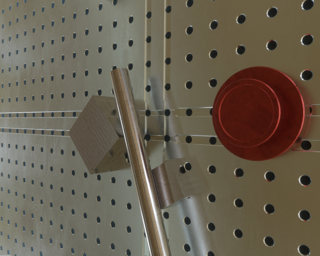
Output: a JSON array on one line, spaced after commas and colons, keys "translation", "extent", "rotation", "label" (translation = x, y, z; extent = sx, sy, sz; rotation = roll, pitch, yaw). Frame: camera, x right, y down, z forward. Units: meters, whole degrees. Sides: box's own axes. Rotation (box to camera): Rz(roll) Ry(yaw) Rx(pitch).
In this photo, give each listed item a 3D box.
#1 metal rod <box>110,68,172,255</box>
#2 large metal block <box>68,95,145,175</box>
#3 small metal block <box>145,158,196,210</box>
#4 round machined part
[{"translation": [-0.021, 0.066, 0.391], "extent": [0.025, 0.025, 0.299], "rotation": [-23, 76, 37], "label": "metal rod"}, {"translation": [-0.081, 0.010, 0.457], "extent": [0.080, 0.050, 0.080], "rotation": [-50, 61, 28], "label": "large metal block"}, {"translation": [0.011, 0.073, 0.399], "extent": [0.050, 0.025, 0.050], "rotation": [-36, 68, 34], "label": "small metal block"}, {"translation": [0.096, -0.015, 0.318], "extent": [0.098, 0.042, 0.097], "rotation": [0, 90, 39], "label": "round machined part"}]
